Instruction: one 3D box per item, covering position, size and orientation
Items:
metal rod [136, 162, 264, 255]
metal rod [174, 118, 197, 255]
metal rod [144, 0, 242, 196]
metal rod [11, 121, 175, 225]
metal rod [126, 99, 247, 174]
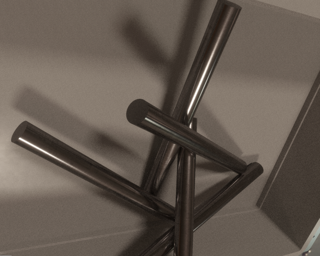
[{"bbox_3d":[0.063,0.131,0.469,0.302,0.025,0.025,-28,131,-34],"label":"metal rod"},{"bbox_3d":[0.032,0.135,0.414,0.025,0.025,0.298,6,84,-31],"label":"metal rod"},{"bbox_3d":[0.025,-0.006,0.386,0.025,0.025,0.298,-1,129,-29],"label":"metal rod"},{"bbox_3d":[-0.047,0.078,0.400,0.025,0.025,0.301,-47,128,5],"label":"metal rod"},{"bbox_3d":[0.058,0.026,0.407,0.025,0.025,0.301,-51,145,8],"label":"metal rod"}]
